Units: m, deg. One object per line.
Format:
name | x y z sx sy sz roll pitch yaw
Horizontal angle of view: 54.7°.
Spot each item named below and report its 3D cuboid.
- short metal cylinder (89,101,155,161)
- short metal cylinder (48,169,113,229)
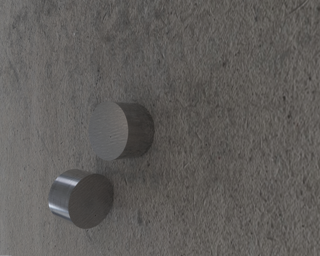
short metal cylinder | -0.055 0.004 0.434 0.080 0.050 0.080 0 90 40
short metal cylinder | -0.118 0.105 0.467 0.050 0.081 0.079 4 93 40
